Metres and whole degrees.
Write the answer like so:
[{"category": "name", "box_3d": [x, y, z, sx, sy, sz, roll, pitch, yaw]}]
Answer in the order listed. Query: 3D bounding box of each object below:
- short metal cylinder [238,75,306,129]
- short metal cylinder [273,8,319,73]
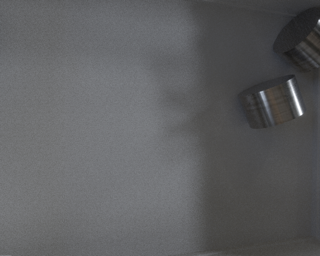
[{"category": "short metal cylinder", "box_3d": [0.159, -0.038, 0.442, 0.081, 0.080, 0.050, -25, 99, -19]}, {"category": "short metal cylinder", "box_3d": [0.220, -0.130, 0.464, 0.050, 0.080, 0.080, 34, 79, -17]}]
